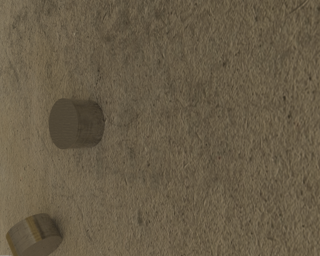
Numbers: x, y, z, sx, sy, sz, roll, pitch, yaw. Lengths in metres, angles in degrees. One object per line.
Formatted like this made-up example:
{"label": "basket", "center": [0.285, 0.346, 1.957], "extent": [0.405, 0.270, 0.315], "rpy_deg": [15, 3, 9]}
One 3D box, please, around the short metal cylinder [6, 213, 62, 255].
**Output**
{"label": "short metal cylinder", "center": [-0.225, 0.199, 0.556], "extent": [0.050, 0.081, 0.080], "rpy_deg": [49, 119, 28]}

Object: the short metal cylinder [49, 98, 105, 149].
{"label": "short metal cylinder", "center": [-0.135, -0.007, 0.501], "extent": [0.080, 0.050, 0.080], "rpy_deg": [0, 90, 40]}
